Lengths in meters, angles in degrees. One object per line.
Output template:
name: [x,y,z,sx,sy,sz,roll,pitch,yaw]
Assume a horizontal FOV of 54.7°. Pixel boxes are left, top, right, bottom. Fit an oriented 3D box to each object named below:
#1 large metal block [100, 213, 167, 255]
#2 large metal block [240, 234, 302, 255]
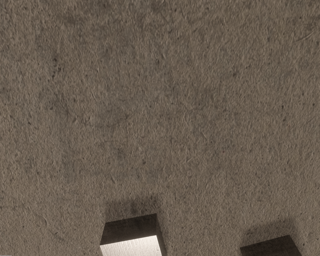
large metal block: [-0.036,0.183,0.463,0.080,0.050,0.079,-12,110,4]
large metal block: [0.179,0.224,0.482,0.080,0.050,0.080,-17,109,6]
